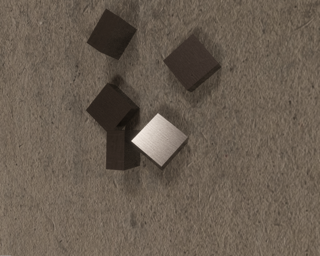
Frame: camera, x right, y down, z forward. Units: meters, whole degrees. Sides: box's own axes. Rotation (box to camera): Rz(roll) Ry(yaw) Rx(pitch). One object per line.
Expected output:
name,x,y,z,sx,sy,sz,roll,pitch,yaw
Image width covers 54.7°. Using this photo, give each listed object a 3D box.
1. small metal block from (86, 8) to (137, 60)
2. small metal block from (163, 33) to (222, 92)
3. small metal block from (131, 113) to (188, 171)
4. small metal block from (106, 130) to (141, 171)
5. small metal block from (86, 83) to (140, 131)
small metal block,-0.064,-0.124,0.417,0.025,0.050,0.050,37,102,16
small metal block,0.041,-0.082,0.394,0.050,0.025,0.050,-40,78,15
small metal block,0.000,0.018,0.398,0.050,0.025,0.050,39,76,15
small metal block,-0.048,0.028,0.411,0.025,0.050,0.050,2,91,20
small metal block,-0.066,-0.026,0.431,0.050,0.025,0.050,44,103,14
